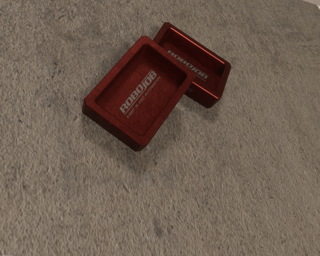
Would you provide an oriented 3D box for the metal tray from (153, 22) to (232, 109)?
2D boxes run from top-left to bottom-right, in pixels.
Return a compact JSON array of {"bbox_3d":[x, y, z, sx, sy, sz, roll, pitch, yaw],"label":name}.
[{"bbox_3d":[0.043,-0.099,0.486,0.130,0.030,0.090,31,51,-8],"label":"metal tray"}]

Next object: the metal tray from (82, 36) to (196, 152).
[{"bbox_3d":[-0.024,-0.046,0.397,0.090,0.030,0.130,37,64,-4],"label":"metal tray"}]
